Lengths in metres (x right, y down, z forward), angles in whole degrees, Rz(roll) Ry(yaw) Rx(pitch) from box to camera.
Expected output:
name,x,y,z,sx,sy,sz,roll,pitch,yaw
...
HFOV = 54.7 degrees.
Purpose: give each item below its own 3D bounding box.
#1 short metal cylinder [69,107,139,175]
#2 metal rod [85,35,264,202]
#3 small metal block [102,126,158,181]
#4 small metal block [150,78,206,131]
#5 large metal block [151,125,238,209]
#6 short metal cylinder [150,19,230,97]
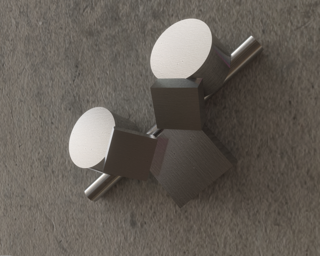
name,x,y,z,sx,sy,sz,roll,pitch,yaw
short metal cylinder,-0.072,0.018,0.406,0.080,0.050,0.080,-14,65,31
metal rod,0.009,-0.003,0.406,0.299,0.025,0.025,-43,77,14
small metal block,-0.035,0.029,0.356,0.050,0.025,0.050,14,96,-13
small metal block,0.021,-0.026,0.336,0.050,0.025,0.050,2,122,19
large metal block,0.035,0.038,0.382,0.080,0.050,0.080,-43,77,14
short metal cylinder,0.036,-0.080,0.368,0.080,0.050,0.080,-14,65,31
